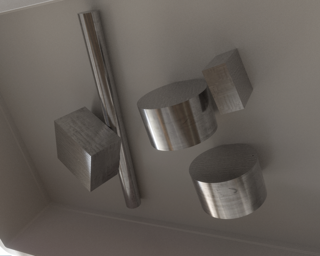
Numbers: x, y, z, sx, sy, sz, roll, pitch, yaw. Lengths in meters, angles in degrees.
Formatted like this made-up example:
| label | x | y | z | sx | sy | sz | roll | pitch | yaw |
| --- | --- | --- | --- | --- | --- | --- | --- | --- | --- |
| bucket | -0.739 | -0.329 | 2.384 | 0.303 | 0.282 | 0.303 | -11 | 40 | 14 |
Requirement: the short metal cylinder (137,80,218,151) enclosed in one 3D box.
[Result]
| label | x | y | z | sx | sy | sz | roll | pitch | yaw |
| --- | --- | --- | --- | --- | --- | --- | --- | --- | --- |
| short metal cylinder | 0.020 | -0.016 | 0.351 | 0.080 | 0.080 | 0.050 | -4 | 116 | 30 |

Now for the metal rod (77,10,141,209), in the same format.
| label | x | y | z | sx | sy | sz | roll | pitch | yaw |
| --- | --- | --- | --- | --- | --- | --- | --- | --- | --- |
| metal rod | -0.064 | -0.007 | 0.436 | 0.025 | 0.025 | 0.298 | 5 | 121 | 25 |

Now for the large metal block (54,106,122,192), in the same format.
| label | x | y | z | sx | sy | sz | roll | pitch | yaw |
| --- | --- | --- | --- | --- | --- | --- | --- | --- | --- |
| large metal block | -0.104 | 0.030 | 0.443 | 0.080 | 0.050 | 0.079 | 39 | 139 | 24 |

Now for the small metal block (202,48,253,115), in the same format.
| label | x | y | z | sx | sy | sz | roll | pitch | yaw |
| --- | --- | --- | --- | --- | --- | --- | --- | --- | --- |
| small metal block | 0.072 | -0.049 | 0.323 | 0.025 | 0.050 | 0.050 | -15 | 111 | 34 |

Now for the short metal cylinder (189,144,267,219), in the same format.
| label | x | y | z | sx | sy | sz | roll | pitch | yaw |
| --- | --- | --- | --- | --- | --- | --- | --- | --- | --- |
| short metal cylinder | 0.080 | 0.061 | 0.368 | 0.080 | 0.080 | 0.050 | -7 | 115 | 31 |
